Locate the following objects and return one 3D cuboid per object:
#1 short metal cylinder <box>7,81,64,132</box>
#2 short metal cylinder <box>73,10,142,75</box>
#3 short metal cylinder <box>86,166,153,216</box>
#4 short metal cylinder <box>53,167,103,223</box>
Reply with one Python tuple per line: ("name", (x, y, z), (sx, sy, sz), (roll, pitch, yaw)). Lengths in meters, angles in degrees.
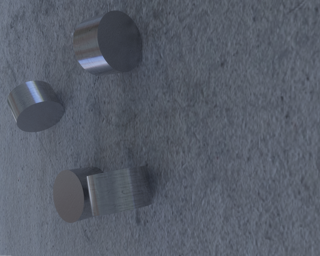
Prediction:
("short metal cylinder", (-0.218, -0.037, 0.546), (0.080, 0.081, 0.050), (-49, 61, 29))
("short metal cylinder", (-0.070, -0.114, 0.425), (0.050, 0.081, 0.079), (1, 90, 40))
("short metal cylinder", (-0.053, 0.082, 0.411), (0.080, 0.081, 0.050), (-17, 79, 38))
("short metal cylinder", (-0.124, 0.103, 0.488), (0.080, 0.050, 0.079), (0, 90, 39))
